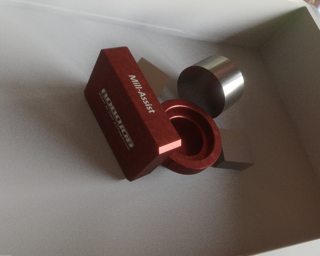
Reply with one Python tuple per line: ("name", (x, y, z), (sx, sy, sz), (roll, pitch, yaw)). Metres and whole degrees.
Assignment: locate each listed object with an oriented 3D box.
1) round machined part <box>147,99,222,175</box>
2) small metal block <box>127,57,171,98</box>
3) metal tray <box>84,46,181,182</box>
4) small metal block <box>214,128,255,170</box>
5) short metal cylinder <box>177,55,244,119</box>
("round machined part", (0.026, 0.015, 0.398), (0.099, 0.042, 0.098), (14, 56, -21))
("small metal block", (-0.020, -0.063, 0.433), (0.050, 0.025, 0.050), (34, 52, -5))
("metal tray", (-0.037, -0.014, 0.352), (0.030, 0.090, 0.130), (-19, 72, -35))
("small metal block", (0.102, 0.031, 0.442), (0.050, 0.025, 0.050), (8, 58, -23))
("short metal cylinder", (0.072, -0.058, 0.445), (0.050, 0.080, 0.080), (-33, 81, -38))
